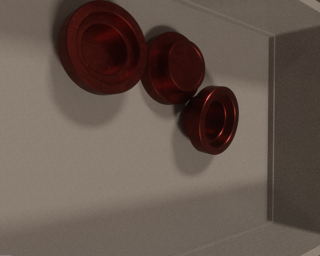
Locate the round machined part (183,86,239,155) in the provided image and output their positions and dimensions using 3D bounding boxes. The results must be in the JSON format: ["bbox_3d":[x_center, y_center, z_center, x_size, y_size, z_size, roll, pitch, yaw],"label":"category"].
[{"bbox_3d":[0.070,-0.013,0.450,0.099,0.042,0.097,-13,108,-45],"label":"round machined part"}]

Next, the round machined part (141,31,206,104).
[{"bbox_3d":[0.023,-0.081,0.417,0.099,0.042,0.097,0,90,-40],"label":"round machined part"}]

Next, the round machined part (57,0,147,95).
[{"bbox_3d":[-0.066,-0.085,0.342,0.099,0.042,0.097,0,90,-40],"label":"round machined part"}]
